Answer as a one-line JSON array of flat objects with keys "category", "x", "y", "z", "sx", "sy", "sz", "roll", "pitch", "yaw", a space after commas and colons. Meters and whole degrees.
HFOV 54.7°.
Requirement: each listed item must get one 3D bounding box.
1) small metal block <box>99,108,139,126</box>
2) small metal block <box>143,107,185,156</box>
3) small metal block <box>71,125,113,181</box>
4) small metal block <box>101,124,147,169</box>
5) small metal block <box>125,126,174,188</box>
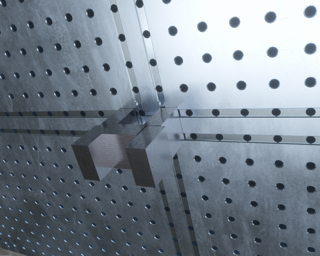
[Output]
[{"category": "small metal block", "x": -0.052, "y": 0.007, "z": 0.424, "sx": 0.025, "sy": 0.050, "sz": 0.050, "roll": 1, "pitch": 119, "yaw": 27}, {"category": "small metal block", "x": 0.006, "y": 0.007, "z": 0.394, "sx": 0.025, "sy": 0.050, "sz": 0.050, "roll": -1, "pitch": 118, "yaw": 28}, {"category": "small metal block", "x": -0.077, "y": 0.030, "z": 0.387, "sx": 0.025, "sy": 0.050, "sz": 0.050, "roll": 1, "pitch": 118, "yaw": 28}, {"category": "small metal block", "x": -0.038, "y": 0.023, "z": 0.380, "sx": 0.050, "sy": 0.025, "sz": 0.050, "roll": 1, "pitch": 119, "yaw": 27}, {"category": "small metal block", "x": -0.010, "y": 0.031, "z": 0.352, "sx": 0.025, "sy": 0.050, "sz": 0.050, "roll": 1, "pitch": 118, "yaw": 28}]
